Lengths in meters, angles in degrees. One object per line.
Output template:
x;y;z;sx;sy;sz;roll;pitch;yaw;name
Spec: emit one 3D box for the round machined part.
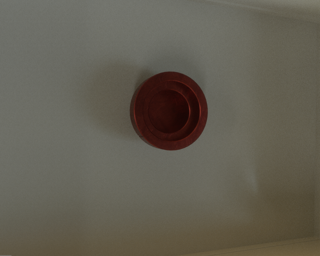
0.008;-0.021;0.401;0.099;0.042;0.097;0;90;-20;round machined part
